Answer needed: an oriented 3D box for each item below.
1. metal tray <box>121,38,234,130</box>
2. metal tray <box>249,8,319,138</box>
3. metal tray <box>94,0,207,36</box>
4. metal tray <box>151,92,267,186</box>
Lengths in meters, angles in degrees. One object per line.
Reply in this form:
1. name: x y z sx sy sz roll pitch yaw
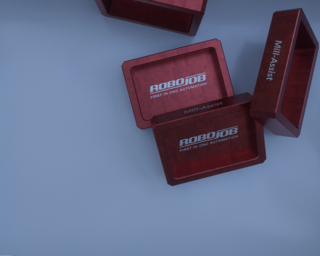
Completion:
1. metal tray: 0.024 -0.056 0.408 0.131 0.030 0.090 -14 90 0
2. metal tray: 0.153 -0.062 0.372 0.030 0.090 0.129 9 79 41
3. metal tray: -0.012 -0.153 0.378 0.131 0.090 0.030 13 90 0
4. metal tray: 0.062 0.015 0.392 0.131 0.030 0.089 -14 115 0
